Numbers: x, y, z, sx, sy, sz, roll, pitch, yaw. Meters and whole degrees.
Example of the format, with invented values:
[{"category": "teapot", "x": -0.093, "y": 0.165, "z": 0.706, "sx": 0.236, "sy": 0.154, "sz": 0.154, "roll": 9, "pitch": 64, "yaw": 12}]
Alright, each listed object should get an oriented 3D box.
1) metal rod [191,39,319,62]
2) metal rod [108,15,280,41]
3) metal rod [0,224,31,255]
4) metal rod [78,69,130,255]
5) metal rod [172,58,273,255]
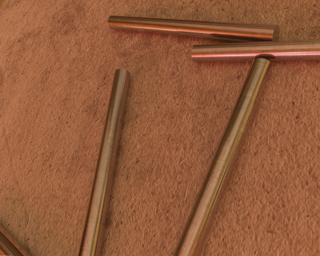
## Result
[{"category": "metal rod", "x": 0.179, "y": -0.092, "z": 0.366, "sx": 0.300, "sy": 0.025, "sz": 0.025, "roll": 6, "pitch": 65, "yaw": 31}, {"category": "metal rod", "x": 0.031, "y": -0.157, "z": 0.483, "sx": 0.300, "sy": 0.025, "sz": 0.025, "roll": 17, "pitch": 71, "yaw": 34}, {"category": "metal rod", "x": -0.149, "y": 0.180, "z": 0.371, "sx": 0.300, "sy": 0.025, "sz": 0.025, "roll": 21, "pitch": 73, "yaw": 35}, {"category": "metal rod", "x": -0.071, "y": 0.045, "z": 0.413, "sx": 0.025, "sy": 0.025, "sz": 0.299, "roll": -9, "pitch": 58, "yaw": 24}, {"category": "metal rod", "x": 0.065, "y": 0.049, "z": 0.339, "sx": 0.025, "sy": 0.025, "sz": 0.300, "roll": 14, "pitch": 68, "yaw": 34}]
